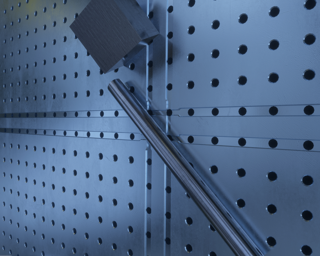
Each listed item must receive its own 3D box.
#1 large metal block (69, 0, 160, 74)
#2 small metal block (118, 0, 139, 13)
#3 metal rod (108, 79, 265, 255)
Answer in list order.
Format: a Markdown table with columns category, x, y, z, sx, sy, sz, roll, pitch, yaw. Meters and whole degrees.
| category | x | y | z | sx | sy | sz | roll | pitch | yaw |
| --- | --- | --- | --- | --- | --- | --- | --- | --- | --- |
| large metal block | -0.062 | -0.134 | 0.425 | 0.080 | 0.050 | 0.080 | -33 | 96 | 35 |
| small metal block | -0.058 | -0.193 | 0.457 | 0.050 | 0.025 | 0.050 | 36 | 112 | 34 |
| metal rod | 0.017 | 0.039 | 0.395 | 0.300 | 0.025 | 0.025 | 51 | 120 | 28 |
